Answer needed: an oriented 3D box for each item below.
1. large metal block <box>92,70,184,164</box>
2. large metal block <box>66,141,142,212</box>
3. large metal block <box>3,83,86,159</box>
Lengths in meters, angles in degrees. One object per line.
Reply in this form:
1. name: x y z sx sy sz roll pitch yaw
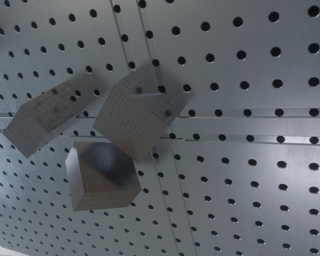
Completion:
1. large metal block: -0.029 -0.014 0.403 0.080 0.050 0.080 38 129 2
2. large metal block: -0.082 0.067 0.440 0.050 0.081 0.080 -54 44 39
3. large metal block: -0.171 -0.011 0.460 0.050 0.080 0.080 48 129 -6
